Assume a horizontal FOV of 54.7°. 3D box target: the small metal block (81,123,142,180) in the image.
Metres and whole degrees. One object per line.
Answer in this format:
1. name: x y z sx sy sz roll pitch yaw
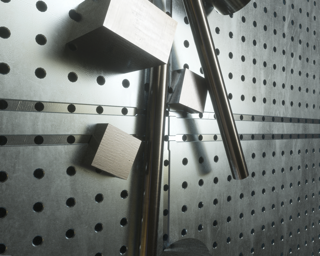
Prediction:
1. small metal block: -0.056 0.028 0.362 0.050 0.025 0.050 31 71 -36

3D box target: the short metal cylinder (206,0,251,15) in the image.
1. short metal cylinder: 0.101 -0.216 0.457 0.050 0.080 0.080 28 73 -37

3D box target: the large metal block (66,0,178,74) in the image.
1. large metal block: -0.042 -0.104 0.338 0.080 0.080 0.050 23 76 -38

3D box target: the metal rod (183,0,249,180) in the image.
1. metal rod: 0.079 -0.063 0.442 0.025 0.025 0.298 -29 108 -36

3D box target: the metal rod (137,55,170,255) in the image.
1. metal rod: -0.008 0.033 0.402 0.025 0.025 0.298 7 86 -40

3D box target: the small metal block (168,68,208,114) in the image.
1. small metal block: 0.041 -0.052 0.443 0.050 0.025 0.050 19 78 -38

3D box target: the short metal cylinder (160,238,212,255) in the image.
1. short metal cylinder: 0.038 0.194 0.406 0.080 0.080 0.050 -46 118 -30
